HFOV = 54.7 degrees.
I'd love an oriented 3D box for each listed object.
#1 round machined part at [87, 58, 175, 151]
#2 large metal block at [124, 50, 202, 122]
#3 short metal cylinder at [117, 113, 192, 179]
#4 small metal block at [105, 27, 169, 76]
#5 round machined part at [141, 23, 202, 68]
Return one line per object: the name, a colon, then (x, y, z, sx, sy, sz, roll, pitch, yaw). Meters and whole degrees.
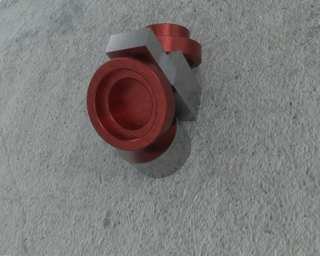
round machined part: (-0.028, -0.027, 0.339, 0.098, 0.042, 0.097, 6, 103, 26)
large metal block: (0.000, -0.049, 0.398, 0.080, 0.080, 0.050, -2, 61, 27)
short metal cylinder: (-0.007, 0.017, 0.383, 0.080, 0.050, 0.080, -13, 56, 20)
small metal block: (-0.024, -0.081, 0.347, 0.050, 0.050, 0.025, -3, 60, 27)
round machined part: (0.006, -0.107, 0.415, 0.098, 0.098, 0.042, -2, 86, 27)
